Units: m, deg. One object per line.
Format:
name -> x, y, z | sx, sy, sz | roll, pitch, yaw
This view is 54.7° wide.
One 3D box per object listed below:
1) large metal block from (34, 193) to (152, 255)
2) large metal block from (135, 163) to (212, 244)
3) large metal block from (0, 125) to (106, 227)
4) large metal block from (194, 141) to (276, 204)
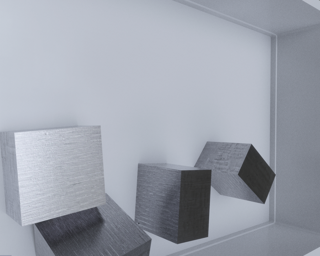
large metal block -> -0.067, 0.120, 0.306 | 0.081, 0.080, 0.050 | -16, 125, -39
large metal block -> 0.014, 0.087, 0.383 | 0.050, 0.080, 0.080 | 6, 87, -40
large metal block -> -0.104, 0.040, 0.303 | 0.081, 0.050, 0.079 | -6, 94, -40
large metal block -> 0.112, 0.065, 0.464 | 0.080, 0.080, 0.050 | 45, 63, -31
